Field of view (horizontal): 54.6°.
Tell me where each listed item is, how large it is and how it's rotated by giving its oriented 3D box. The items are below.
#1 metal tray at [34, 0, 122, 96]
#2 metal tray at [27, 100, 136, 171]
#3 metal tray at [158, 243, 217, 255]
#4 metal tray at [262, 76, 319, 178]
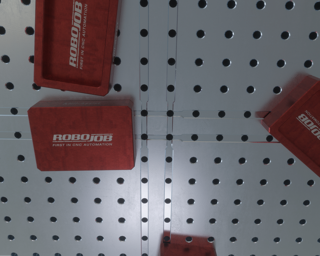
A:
[{"bbox_3d":[-0.098,-0.109,0.369,0.090,0.030,0.129,9,110,-4],"label":"metal tray"},{"bbox_3d":[-0.100,0.010,0.414,0.131,0.030,0.089,-1,110,0],"label":"metal tray"},{"bbox_3d":[0.037,0.253,0.504,0.091,0.030,0.129,8,110,-3],"label":"metal tray"},{"bbox_3d":[0.215,0.006,0.414,0.130,0.030,0.090,39,105,-13],"label":"metal tray"}]
